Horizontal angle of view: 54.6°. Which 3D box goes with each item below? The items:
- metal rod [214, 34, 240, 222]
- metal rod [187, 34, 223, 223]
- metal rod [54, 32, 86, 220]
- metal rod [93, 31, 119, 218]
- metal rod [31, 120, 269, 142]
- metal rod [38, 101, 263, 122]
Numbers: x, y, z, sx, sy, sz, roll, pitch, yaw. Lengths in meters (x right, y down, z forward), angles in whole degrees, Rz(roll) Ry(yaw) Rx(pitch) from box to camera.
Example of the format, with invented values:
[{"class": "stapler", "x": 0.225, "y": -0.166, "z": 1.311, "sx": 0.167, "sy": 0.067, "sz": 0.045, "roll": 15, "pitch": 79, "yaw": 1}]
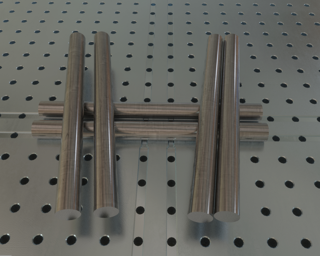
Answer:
[{"class": "metal rod", "x": 0.090, "y": -0.026, "z": 0.399, "sx": 0.025, "sy": 0.025, "sz": 0.300, "roll": 7, "pitch": 50, "yaw": 6}, {"class": "metal rod", "x": 0.064, "y": -0.026, "z": 0.398, "sx": 0.025, "sy": 0.025, "sz": 0.300, "roll": 7, "pitch": 50, "yaw": 6}, {"class": "metal rod", "x": -0.111, "y": -0.028, "z": 0.399, "sx": 0.025, "sy": 0.025, "sz": 0.300, "roll": -6, "pitch": 50, "yaw": -5}, {"class": "metal rod", "x": -0.073, "y": -0.030, "z": 0.401, "sx": 0.025, "sy": 0.025, "sz": 0.300, "roll": -6, "pitch": 50, "yaw": -5}, {"class": "metal rod", "x": -0.013, "y": 0.004, "z": 0.406, "sx": 0.302, "sy": 0.025, "sz": 0.025, "roll": 1, "pitch": 50, "yaw": 0}, {"class": "metal rod", "x": -0.013, "y": -0.023, "z": 0.428, "sx": 0.302, "sy": 0.025, "sz": 0.025, "roll": 1, "pitch": 50, "yaw": 0}]
